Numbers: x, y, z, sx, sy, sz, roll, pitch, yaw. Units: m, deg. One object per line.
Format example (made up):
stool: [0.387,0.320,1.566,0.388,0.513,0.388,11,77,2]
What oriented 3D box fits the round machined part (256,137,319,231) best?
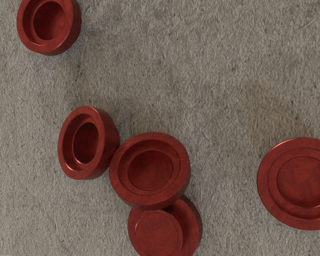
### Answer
round machined part: [0.159,0.058,0.343,0.098,0.042,0.097,0,90,20]

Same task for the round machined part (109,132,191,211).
round machined part: [-0.010,0.056,0.387,0.098,0.042,0.098,-5,55,7]

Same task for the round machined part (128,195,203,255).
round machined part: [0.002,0.132,0.399,0.098,0.042,0.097,0,90,20]

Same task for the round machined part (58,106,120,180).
round machined part: [-0.093,0.021,0.422,0.098,0.042,0.098,-9,76,37]

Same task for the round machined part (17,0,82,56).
round machined part: [-0.157,-0.154,0.455,0.098,0.042,0.097,0,90,20]
